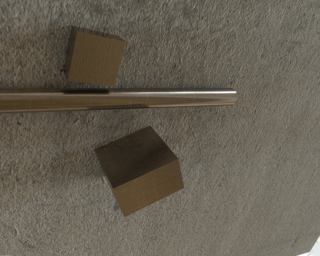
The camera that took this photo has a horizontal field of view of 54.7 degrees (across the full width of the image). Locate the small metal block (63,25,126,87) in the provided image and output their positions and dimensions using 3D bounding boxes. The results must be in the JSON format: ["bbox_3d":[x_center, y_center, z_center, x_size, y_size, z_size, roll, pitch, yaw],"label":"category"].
[{"bbox_3d":[-0.069,-0.074,0.324,0.050,0.025,0.050,4,117,-31],"label":"small metal block"}]

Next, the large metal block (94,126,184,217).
[{"bbox_3d":[-0.027,0.051,0.389,0.081,0.080,0.050,-23,127,-15],"label":"large metal block"}]

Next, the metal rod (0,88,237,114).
[{"bbox_3d":[-0.035,-0.035,0.367,0.303,0.025,0.025,-4,120,-27],"label":"metal rod"}]
